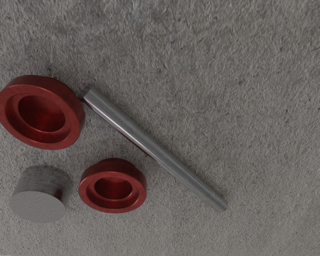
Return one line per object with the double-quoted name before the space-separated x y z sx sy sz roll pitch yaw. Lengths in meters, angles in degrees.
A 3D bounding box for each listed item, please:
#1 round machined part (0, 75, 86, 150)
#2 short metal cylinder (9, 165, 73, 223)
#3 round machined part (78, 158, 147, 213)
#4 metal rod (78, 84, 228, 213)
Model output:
"round machined part" -0.137 -0.022 0.371 0.099 0.042 0.097 4 132 5
"short metal cylinder" -0.180 0.102 0.476 0.081 0.050 0.079 0 130 0
"round machined part" -0.069 0.083 0.466 0.099 0.042 0.097 0 130 0
"metal rod" 0.007 0.044 0.444 0.025 0.025 0.300 -33 123 24
